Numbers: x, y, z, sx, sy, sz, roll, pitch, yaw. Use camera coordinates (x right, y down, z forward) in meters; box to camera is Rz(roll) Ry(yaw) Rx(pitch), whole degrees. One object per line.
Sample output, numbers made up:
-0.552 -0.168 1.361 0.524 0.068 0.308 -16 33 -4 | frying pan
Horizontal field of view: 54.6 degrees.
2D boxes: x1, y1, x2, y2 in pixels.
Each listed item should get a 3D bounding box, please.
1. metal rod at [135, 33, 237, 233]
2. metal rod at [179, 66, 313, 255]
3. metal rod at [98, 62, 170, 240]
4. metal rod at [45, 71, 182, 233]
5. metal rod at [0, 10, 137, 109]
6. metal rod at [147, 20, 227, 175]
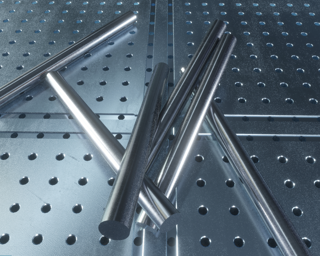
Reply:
0.045 -0.015 0.394 0.025 0.025 0.300 18 60 15 | metal rod
0.089 0.021 0.390 0.025 0.025 0.300 -14 52 -12 | metal rod
-0.016 -0.006 0.364 0.025 0.025 0.301 6 36 5 | metal rod
-0.076 0.006 0.378 0.025 0.025 0.300 -28 49 -22 | metal rod
-0.148 -0.119 0.507 0.025 0.025 0.301 32 57 24 | metal rod
0.029 -0.046 0.420 0.025 0.025 0.300 20 61 16 | metal rod
